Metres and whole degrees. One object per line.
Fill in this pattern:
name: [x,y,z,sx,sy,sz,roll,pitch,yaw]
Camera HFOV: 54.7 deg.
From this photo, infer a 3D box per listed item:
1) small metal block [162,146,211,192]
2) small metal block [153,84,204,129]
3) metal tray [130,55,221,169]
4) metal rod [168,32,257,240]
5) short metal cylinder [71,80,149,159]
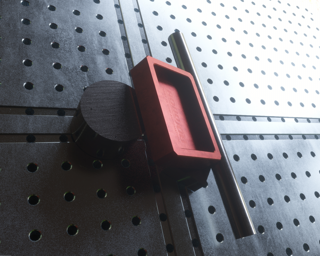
small metal block: [0.038,0.046,0.401,0.050,0.025,0.050,34,51,-7]
small metal block: [0.027,-0.031,0.444,0.050,0.025,0.050,-16,70,-35]
metal tray: [0.019,-0.017,0.376,0.091,0.030,0.130,11,55,-46]
metal rod: [0.061,-0.007,0.415,0.025,0.025,0.299,-1,62,-29]
short metal cylinder: [-0.059,-0.009,0.366,0.081,0.050,0.080,14,56,-21]
